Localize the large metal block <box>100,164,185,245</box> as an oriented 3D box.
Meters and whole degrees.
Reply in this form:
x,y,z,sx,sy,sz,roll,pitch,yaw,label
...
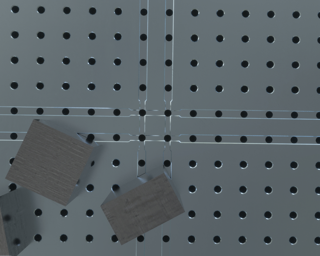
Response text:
x,y,z,sx,sy,sz,roll,pitch,yaw,label
-0.019,0.090,0.386,0.080,0.080,0.050,-28,90,0,large metal block

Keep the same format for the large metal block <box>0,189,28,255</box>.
x,y,z,sx,sy,sz,roll,pitch,yaw,label
-0.228,0.129,0.398,0.080,0.050,0.080,-10,90,-1,large metal block

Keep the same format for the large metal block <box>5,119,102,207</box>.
x,y,z,sx,sy,sz,roll,pitch,yaw,label
-0.134,0.042,0.399,0.080,0.050,0.080,25,90,-1,large metal block
